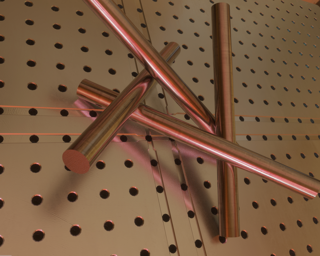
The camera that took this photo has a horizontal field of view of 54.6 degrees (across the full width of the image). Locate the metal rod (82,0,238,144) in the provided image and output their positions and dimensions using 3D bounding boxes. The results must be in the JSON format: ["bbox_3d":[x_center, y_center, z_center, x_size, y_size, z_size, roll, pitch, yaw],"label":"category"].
[{"bbox_3d":[0.015,-0.056,0.386,0.300,0.025,0.025,45,48,-23],"label":"metal rod"}]

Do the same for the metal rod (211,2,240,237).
[{"bbox_3d":[0.083,-0.017,0.399,0.025,0.025,0.299,4,80,-26],"label":"metal rod"}]

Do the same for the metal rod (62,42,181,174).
[{"bbox_3d":[-0.024,-0.049,0.376,0.025,0.025,0.301,36,36,-4],"label":"metal rod"}]

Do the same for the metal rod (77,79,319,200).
[{"bbox_3d":[0.039,0.010,0.371,0.301,0.025,0.025,24,51,6],"label":"metal rod"}]
